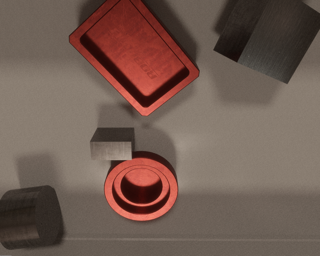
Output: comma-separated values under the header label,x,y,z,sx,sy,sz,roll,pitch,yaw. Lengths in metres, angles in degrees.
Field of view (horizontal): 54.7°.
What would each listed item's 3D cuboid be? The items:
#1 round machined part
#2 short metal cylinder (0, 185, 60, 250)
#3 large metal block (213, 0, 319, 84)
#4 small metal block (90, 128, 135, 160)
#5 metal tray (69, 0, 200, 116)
label,x,y,z,sx,sy,sz,roll,pitch,yaw
round machined part,-0.025,0.076,0.430,0.099,0.042,0.097,0,110,-1
short metal cylinder,-0.177,0.122,0.424,0.050,0.080,0.079,-8,110,2
large metal block,0.121,-0.105,0.347,0.081,0.050,0.079,14,111,-29
small metal block,-0.060,0.020,0.404,0.050,0.050,0.025,0,110,-1
metal tray,-0.027,-0.087,0.364,0.090,0.030,0.130,-37,113,16
